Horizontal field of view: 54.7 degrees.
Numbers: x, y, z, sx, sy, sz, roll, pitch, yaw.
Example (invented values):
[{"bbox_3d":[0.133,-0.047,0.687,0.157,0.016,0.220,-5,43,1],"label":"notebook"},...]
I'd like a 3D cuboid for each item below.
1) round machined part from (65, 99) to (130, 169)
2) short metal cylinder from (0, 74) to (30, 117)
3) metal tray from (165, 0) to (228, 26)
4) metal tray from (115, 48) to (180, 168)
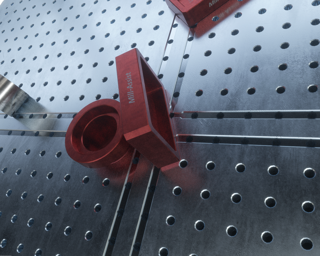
[{"bbox_3d":[-0.078,0.011,0.430,0.098,0.042,0.098,-13,56,20],"label":"round machined part"},{"bbox_3d":[-0.287,-0.064,0.560,0.080,0.080,0.050,26,76,36],"label":"short metal cylinder"},{"bbox_3d":[0.077,-0.234,0.506,0.130,0.030,0.090,-35,51,4],"label":"metal tray"},{"bbox_3d":[-0.016,-0.025,0.388,0.030,0.090,0.130,-22,54,15],"label":"metal tray"}]
